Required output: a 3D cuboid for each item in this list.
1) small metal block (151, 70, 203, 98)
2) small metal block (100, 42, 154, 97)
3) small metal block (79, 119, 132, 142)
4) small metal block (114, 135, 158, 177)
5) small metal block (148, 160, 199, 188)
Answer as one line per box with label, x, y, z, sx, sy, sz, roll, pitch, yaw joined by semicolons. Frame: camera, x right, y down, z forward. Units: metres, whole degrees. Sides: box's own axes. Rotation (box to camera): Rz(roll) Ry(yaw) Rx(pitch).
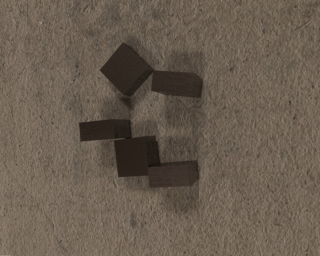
small metal block;0.023;-0.054;0.387;0.050;0.050;0.025;7;93;19
small metal block;-0.045;-0.079;0.424;0.050;0.025;0.050;46;104;14
small metal block;-0.073;0.003;0.420;0.050;0.050;0.025;-5;88;19
small metal block;-0.031;0.038;0.414;0.050;0.025;0.050;-9;87;31
small metal block;0.018;0.057;0.389;0.050;0.050;0.025;-6;88;19
